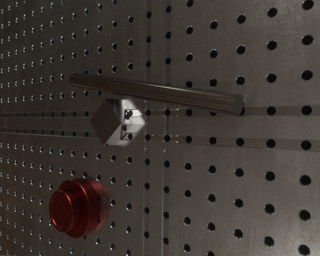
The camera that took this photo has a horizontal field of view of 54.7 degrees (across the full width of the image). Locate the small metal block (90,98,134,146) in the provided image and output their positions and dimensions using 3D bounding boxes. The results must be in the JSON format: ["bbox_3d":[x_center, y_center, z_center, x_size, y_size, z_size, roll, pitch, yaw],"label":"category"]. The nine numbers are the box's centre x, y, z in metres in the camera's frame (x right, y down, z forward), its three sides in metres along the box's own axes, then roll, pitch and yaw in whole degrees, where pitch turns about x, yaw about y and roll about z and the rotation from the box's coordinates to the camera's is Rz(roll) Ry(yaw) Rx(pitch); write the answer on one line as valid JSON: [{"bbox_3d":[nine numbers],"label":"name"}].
[{"bbox_3d":[-0.074,-0.009,0.468,0.050,0.025,0.050,-48,62,29],"label":"small metal block"}]

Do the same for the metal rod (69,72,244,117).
[{"bbox_3d":[-0.029,-0.053,0.430,0.300,0.025,0.025,14,99,38],"label":"metal rod"}]

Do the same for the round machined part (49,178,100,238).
[{"bbox_3d":[-0.149,0.135,0.518,0.098,0.042,0.097,0,90,39],"label":"round machined part"}]
